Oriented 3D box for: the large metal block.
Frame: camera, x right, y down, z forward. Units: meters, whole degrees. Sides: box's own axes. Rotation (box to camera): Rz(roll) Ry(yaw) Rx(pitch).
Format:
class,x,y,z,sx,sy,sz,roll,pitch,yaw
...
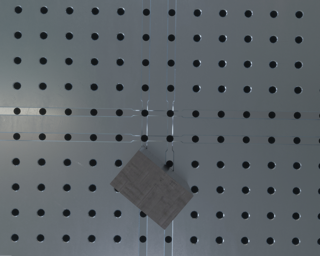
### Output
class,x,y,z,sx,sy,sz,roll,pitch,yaw
large metal block,-0.009,0.069,0.386,0.080,0.080,0.050,40,90,0
